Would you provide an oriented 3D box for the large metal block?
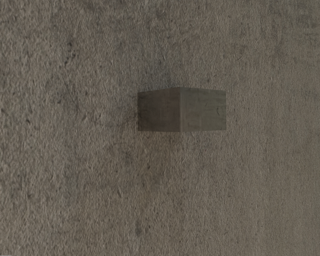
[{"bbox_3d":[0.027,-0.022,0.395,0.081,0.080,0.050,-2,92,-40],"label":"large metal block"}]
